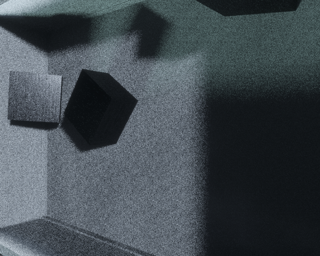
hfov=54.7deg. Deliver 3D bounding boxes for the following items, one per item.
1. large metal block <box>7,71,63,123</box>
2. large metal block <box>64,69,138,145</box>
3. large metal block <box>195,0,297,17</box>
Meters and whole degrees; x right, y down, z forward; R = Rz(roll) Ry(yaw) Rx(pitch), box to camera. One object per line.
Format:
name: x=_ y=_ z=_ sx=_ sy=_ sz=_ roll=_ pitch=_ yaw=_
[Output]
large metal block: x=-0.215 y=-0.053 z=0.539 sx=0.050 sy=0.081 sz=0.079 roll=-161 pitch=76 yaw=-74
large metal block: x=-0.091 y=-0.031 z=0.466 sx=0.080 sy=0.050 sz=0.080 roll=44 pitch=116 yaw=31
large metal block: x=0.083 y=-0.148 z=0.302 sx=0.080 sy=0.081 sz=0.050 roll=12 pitch=98 yaw=39
